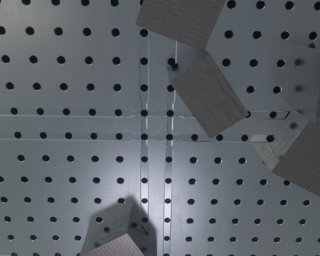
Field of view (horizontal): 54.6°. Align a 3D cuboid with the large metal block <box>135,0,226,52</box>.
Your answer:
[{"bbox_3d":[0.025,-0.141,0.348,0.080,0.050,0.080,20,109,-7],"label":"large metal block"}]

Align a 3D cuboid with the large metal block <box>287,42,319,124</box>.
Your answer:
[{"bbox_3d":[0.193,-0.057,0.365,0.050,0.080,0.080,-4,110,1],"label":"large metal block"}]

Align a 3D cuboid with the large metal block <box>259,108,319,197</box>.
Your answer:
[{"bbox_3d":[0.196,0.033,0.413,0.080,0.050,0.080,27,108,-10],"label":"large metal block"}]

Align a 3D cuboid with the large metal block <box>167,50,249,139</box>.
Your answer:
[{"bbox_3d":[0.053,-0.045,0.368,0.050,0.080,0.080,-34,107,12],"label":"large metal block"}]

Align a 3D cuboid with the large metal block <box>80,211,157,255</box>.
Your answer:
[{"bbox_3d":[-0.060,0.187,0.468,0.080,0.050,0.080,-29,108,10],"label":"large metal block"}]
